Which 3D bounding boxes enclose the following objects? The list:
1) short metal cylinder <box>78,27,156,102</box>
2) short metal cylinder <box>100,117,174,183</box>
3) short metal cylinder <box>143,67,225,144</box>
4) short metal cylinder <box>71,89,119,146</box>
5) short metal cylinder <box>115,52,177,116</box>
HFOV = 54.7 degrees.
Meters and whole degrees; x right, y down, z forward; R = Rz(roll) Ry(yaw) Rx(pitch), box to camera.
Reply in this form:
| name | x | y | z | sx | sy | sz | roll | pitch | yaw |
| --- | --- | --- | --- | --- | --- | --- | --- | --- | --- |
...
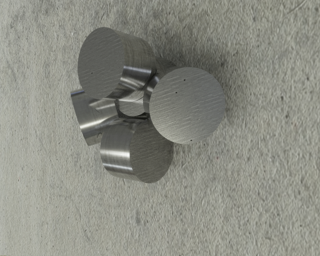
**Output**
| name | x | y | z | sx | sy | sz | roll | pitch | yaw |
| --- | --- | --- | --- | --- | --- | --- | --- | --- | --- |
| short metal cylinder | -0.052 | -0.072 | 0.365 | 0.080 | 0.050 | 0.079 | 0 | 90 | 39 |
| short metal cylinder | -0.027 | 0.026 | 0.390 | 0.050 | 0.081 | 0.079 | 2 | 92 | 40 |
| short metal cylinder | 0.024 | -0.027 | 0.341 | 0.050 | 0.081 | 0.079 | -132 | 53 | -74 |
| short metal cylinder | -0.087 | -0.020 | 0.433 | 0.080 | 0.050 | 0.080 | 163 | 89 | -81 |
| short metal cylinder | -0.017 | -0.054 | 0.402 | 0.080 | 0.050 | 0.079 | 0 | 90 | 39 |
